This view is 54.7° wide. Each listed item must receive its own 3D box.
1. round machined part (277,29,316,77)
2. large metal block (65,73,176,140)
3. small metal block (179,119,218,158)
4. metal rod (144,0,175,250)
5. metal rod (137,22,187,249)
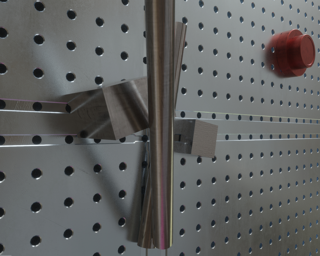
[{"bbox_3d":[0.287,-0.156,0.642,0.099,0.042,0.097,0,90,-40],"label":"round machined part"},{"bbox_3d":[-0.043,-0.024,0.339,0.081,0.080,0.050,-22,104,-38],"label":"large metal block"},{"bbox_3d":[0.058,0.016,0.460,0.050,0.025,0.050,14,81,-40],"label":"small metal block"},{"bbox_3d":[0.002,0.009,0.312,0.025,0.025,0.298,-25,127,-37],"label":"metal rod"},{"bbox_3d":[0.004,0.004,0.414,0.025,0.025,0.298,14,81,-40],"label":"metal rod"}]
